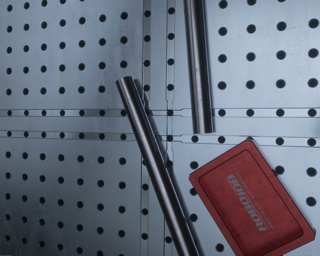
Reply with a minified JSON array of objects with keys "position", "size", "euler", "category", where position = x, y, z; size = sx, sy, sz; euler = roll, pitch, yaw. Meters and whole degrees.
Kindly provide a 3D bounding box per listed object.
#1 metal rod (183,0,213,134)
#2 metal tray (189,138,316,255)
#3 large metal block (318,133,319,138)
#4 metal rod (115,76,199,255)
[{"position":[0.044,-0.142,0.397],"size":[0.025,0.025,0.298],"euler":[-5,88,20],"category":"metal rod"},{"position":[0.107,0.089,0.372],"size":[0.090,0.030,0.130],"euler":[-35,79,16],"category":"metal tray"},{"position":[0.214,0.002,0.308],"size":[0.080,0.080,0.050],"euler":[21,97,18],"category":"large metal block"},{"position":[0.002,0.072,0.411],"size":[0.025,0.025,0.299],"euler":[-23,83,18],"category":"metal rod"}]
